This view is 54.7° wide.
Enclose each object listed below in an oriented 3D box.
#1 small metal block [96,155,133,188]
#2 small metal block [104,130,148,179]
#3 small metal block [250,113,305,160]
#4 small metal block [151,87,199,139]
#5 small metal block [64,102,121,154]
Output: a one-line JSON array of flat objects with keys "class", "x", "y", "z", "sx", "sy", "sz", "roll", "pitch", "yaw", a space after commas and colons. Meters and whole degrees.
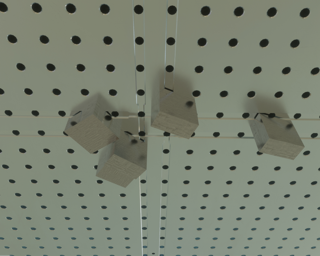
[{"class": "small metal block", "x": -0.060, "y": 0.057, "z": 0.460, "sx": 0.050, "sy": 0.025, "sz": 0.050, "roll": 27, "pitch": 125, "yaw": -22}, {"class": "small metal block", "x": -0.046, "y": 0.035, "z": 0.425, "sx": 0.050, "sy": 0.050, "sz": 0.025, "roll": 29, "pitch": 124, "yaw": -23}, {"class": "small metal block", "x": 0.153, "y": 0.011, "z": 0.407, "sx": 0.050, "sy": 0.050, "sz": 0.025, "roll": 13, "pitch": 129, "yaw": -12}, {"class": "small metal block", "x": 0.017, "y": -0.019, "z": 0.380, "sx": 0.050, "sy": 0.050, "sz": 0.025, "roll": 19, "pitch": 127, "yaw": -16}, {"class": "small metal block", "x": -0.088, "y": 0.001, "z": 0.412, "sx": 0.050, "sy": 0.025, "sz": 0.050, "roll": -28, "pitch": 125, "yaw": 21}]
